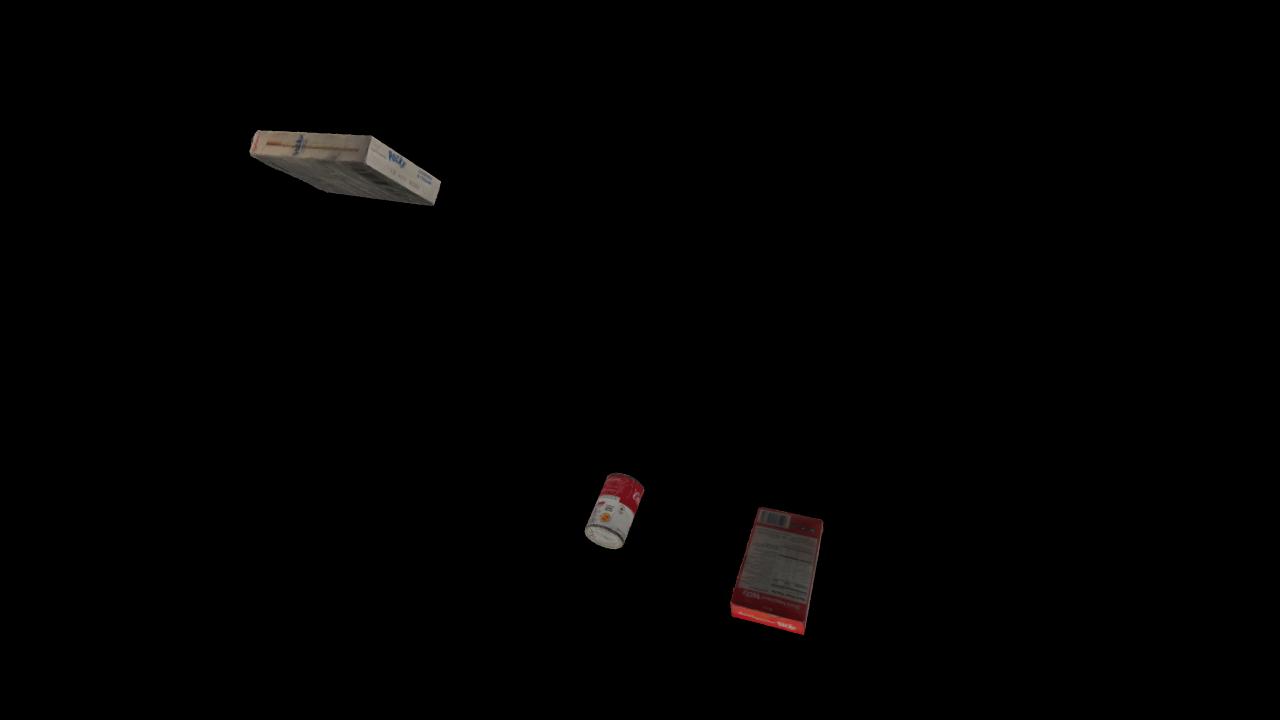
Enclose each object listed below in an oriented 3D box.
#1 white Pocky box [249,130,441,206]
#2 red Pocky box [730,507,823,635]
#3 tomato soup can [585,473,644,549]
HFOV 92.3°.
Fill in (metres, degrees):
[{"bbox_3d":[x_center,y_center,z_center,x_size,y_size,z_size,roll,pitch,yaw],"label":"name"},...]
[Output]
[{"bbox_3d":[-0.266,-0.173,0.556,0.154,0.028,0.084,13,-5,26],"label":"white Pocky box"},{"bbox_3d":[0.164,0.242,0.724,0.083,0.028,0.155,9,34,20],"label":"red Pocky box"},{"bbox_3d":[-0.040,0.241,0.983,0.068,0.068,0.101,0,44,27],"label":"tomato soup can"}]
